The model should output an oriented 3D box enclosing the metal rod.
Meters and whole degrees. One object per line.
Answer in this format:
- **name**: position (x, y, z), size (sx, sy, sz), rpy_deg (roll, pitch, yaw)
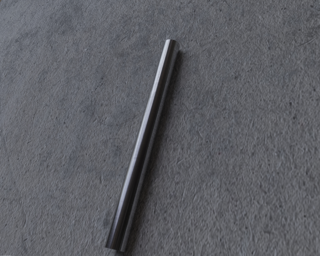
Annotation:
- **metal rod**: position (-0.016, 0.005, 0.409), size (0.025, 0.025, 0.300), rpy_deg (0, 62, 28)
